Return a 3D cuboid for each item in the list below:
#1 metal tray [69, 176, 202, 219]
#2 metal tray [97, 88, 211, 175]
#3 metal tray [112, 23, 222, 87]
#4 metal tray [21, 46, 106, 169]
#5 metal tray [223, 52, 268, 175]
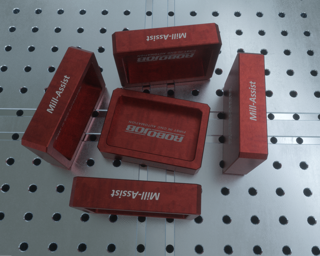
[{"bbox_3d":[-0.024,0.081,0.348,0.131,0.090,0.030,3,70,1],"label":"metal tray"},{"bbox_3d":[-0.006,0.003,0.407,0.131,0.030,0.090,11,70,3],"label":"metal tray"},{"bbox_3d":[0.008,-0.093,0.411,0.131,0.090,0.030,-6,70,-2],"label":"metal tray"},{"bbox_3d":[-0.112,-0.022,0.385,0.030,0.090,0.130,17,71,6],"label":"metal tray"},{"bbox_3d":[0.102,-0.015,0.383,0.030,0.090,0.130,4,70,1],"label":"metal tray"}]
